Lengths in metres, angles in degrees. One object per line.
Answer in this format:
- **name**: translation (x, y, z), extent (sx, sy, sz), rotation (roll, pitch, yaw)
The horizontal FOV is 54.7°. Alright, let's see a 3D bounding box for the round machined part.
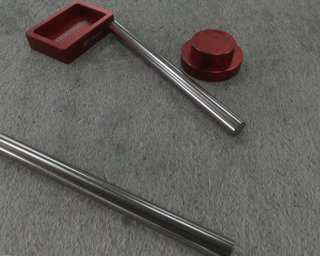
- **round machined part**: translation (0.083, -0.122, 0.495), extent (0.099, 0.042, 0.098), rotation (0, 50, 0)

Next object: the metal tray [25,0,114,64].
- **metal tray**: translation (-0.153, -0.172, 0.542), extent (0.090, 0.030, 0.130), rotation (25, 54, 20)

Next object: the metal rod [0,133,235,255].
- **metal rod**: translation (-0.066, 0.070, 0.343), extent (0.301, 0.025, 0.025), rotation (21, 53, 16)

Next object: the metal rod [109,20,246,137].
- **metal rod**: translation (0.011, -0.089, 0.478), extent (0.025, 0.025, 0.300), rotation (-31, 57, -23)
